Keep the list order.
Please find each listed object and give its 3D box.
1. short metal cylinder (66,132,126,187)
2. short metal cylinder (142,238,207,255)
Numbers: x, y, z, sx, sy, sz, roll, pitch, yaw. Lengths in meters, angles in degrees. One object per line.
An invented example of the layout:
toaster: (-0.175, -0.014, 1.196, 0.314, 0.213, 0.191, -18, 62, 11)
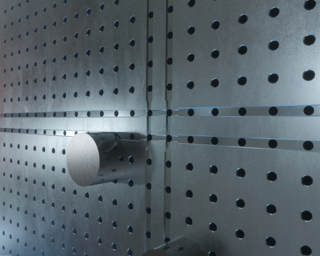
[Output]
short metal cylinder: (-0.099, 0.046, 0.475, 0.080, 0.050, 0.079, 0, 90, 40)
short metal cylinder: (0.018, 0.182, 0.379, 0.080, 0.050, 0.079, 0, 90, 40)
